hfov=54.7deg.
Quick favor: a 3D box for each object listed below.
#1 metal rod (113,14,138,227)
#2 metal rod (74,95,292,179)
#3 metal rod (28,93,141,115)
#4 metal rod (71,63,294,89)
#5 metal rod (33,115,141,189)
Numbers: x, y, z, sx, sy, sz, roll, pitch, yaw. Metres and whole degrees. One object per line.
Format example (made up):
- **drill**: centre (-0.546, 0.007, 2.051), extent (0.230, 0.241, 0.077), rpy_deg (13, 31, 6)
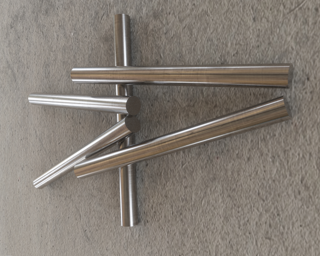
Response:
- **metal rod**: centre (-0.050, -0.012, 0.445), extent (0.025, 0.025, 0.298), rpy_deg (-4, 87, 39)
- **metal rod**: centre (0.004, 0.021, 0.381), extent (0.300, 0.025, 0.025), rpy_deg (-19, 78, 31)
- **metal rod**: centre (-0.139, -0.043, 0.500), extent (0.300, 0.025, 0.025), rpy_deg (8, 95, 45)
- **metal rod**: centre (0.002, -0.065, 0.382), extent (0.300, 0.025, 0.025), rpy_deg (6, 94, 33)
- **metal rod**: centre (-0.133, 0.050, 0.495), extent (0.299, 0.025, 0.025), rpy_deg (-29, 72, 41)
